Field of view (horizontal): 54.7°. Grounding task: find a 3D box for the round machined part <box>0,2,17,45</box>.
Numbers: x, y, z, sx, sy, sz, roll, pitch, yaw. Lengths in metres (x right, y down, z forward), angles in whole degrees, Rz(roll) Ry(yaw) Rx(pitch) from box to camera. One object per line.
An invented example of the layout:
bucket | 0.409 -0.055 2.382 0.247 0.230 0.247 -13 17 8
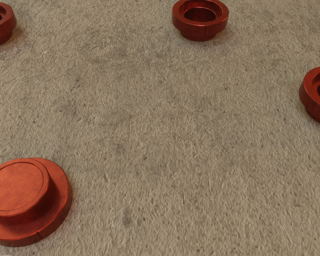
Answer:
round machined part | -0.300 -0.176 0.538 0.099 0.042 0.098 0 50 0

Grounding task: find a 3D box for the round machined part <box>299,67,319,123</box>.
round machined part | 0.242 -0.039 0.426 0.099 0.042 0.098 0 50 0

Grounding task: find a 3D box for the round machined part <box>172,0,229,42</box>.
round machined part | 0.070 -0.191 0.553 0.099 0.042 0.098 0 50 0

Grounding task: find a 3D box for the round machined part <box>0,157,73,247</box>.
round machined part | -0.148 0.071 0.331 0.099 0.042 0.098 0 50 0
